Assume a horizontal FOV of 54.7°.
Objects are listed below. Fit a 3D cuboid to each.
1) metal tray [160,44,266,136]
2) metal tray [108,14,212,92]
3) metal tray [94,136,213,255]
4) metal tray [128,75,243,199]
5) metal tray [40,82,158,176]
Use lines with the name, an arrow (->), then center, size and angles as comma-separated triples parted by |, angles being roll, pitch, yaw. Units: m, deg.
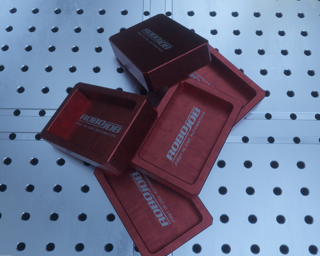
metal tray -> 0.066, -0.056, 0.430 | 0.090, 0.030, 0.130 | -42, 76, -14
metal tray -> -0.004, -0.106, 0.416 | 0.090, 0.030, 0.130 | -29, 43, -11
metal tray -> -0.009, 0.084, 0.378 | 0.090, 0.030, 0.130 | -31, 73, -11
metal tray -> 0.032, 0.007, 0.375 | 0.090, 0.030, 0.130 | 27, 72, 9
metal tray -> -0.077, -0.005, 0.377 | 0.130, 0.030, 0.090 | 16, 67, 37
